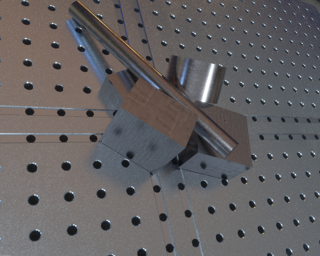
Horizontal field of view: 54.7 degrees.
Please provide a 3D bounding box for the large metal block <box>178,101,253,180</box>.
[{"bbox_3d":[0.073,0.018,0.422,0.081,0.050,0.080,16,55,-19],"label":"large metal block"}]

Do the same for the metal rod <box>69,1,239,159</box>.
[{"bbox_3d":[-0.019,-0.073,0.405,0.300,0.025,0.025,44,50,17],"label":"metal rod"}]

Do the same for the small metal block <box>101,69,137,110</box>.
[{"bbox_3d":[-0.042,-0.051,0.418,0.050,0.025,0.050,-27,77,-37],"label":"small metal block"}]

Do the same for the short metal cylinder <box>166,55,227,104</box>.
[{"bbox_3d":[0.048,-0.068,0.433,0.081,0.080,0.050,8,102,-24],"label":"short metal cylinder"}]

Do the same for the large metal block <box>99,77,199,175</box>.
[{"bbox_3d":[-0.015,0.001,0.365,0.080,0.080,0.050,32,51,-8],"label":"large metal block"}]
